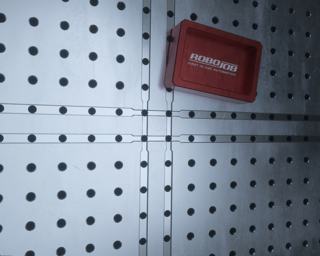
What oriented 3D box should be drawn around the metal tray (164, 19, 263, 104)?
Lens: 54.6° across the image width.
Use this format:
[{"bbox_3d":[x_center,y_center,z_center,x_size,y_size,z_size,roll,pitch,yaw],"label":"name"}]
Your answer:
[{"bbox_3d":[0.077,-0.089,0.437,0.131,0.030,0.090,10,87,-20],"label":"metal tray"}]
